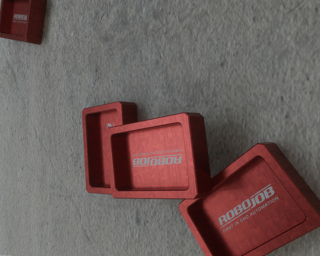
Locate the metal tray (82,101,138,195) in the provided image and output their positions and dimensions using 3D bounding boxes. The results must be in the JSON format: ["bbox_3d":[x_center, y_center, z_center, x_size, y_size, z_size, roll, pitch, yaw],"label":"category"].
[{"bbox_3d":[-0.073,0.031,0.459,0.090,0.030,0.129,-7,86,39],"label":"metal tray"}]

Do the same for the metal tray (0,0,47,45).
[{"bbox_3d":[-0.284,-0.223,0.631,0.130,0.030,0.089,19,102,38],"label":"metal tray"}]

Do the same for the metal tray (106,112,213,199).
[{"bbox_3d":[-0.007,0.036,0.365,0.130,0.030,0.089,-10,84,39],"label":"metal tray"}]

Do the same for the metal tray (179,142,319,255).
[{"bbox_3d":[0.090,0.087,0.326,0.129,0.030,0.090,-45,63,30],"label":"metal tray"}]
